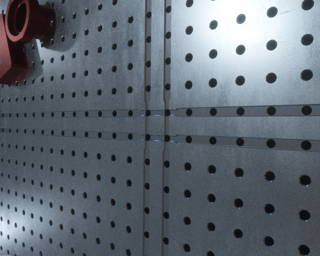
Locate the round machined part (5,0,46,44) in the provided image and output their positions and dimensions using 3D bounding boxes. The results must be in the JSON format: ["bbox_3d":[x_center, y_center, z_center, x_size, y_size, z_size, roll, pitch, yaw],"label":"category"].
[{"bbox_3d":[-0.261,-0.215,0.610,0.098,0.042,0.097,0,90,39],"label":"round machined part"}]

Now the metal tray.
[{"bbox_3d":[-0.343,-0.172,0.684,0.090,0.030,0.129,-26,74,36],"label":"metal tray"}]
